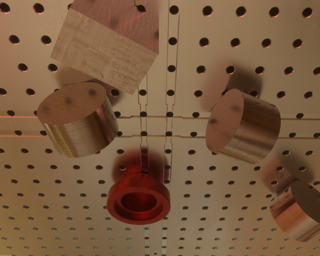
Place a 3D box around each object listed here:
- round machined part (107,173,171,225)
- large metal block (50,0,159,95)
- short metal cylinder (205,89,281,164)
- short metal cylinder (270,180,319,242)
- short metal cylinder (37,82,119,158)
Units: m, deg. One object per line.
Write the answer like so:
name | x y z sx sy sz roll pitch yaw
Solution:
round machined part | -0.033 0.109 0.493 0.099 0.042 0.097 0 130 0
large metal block | -0.048 -0.088 0.300 0.080 0.080 0.050 24 126 -19
short metal cylinder | 0.098 -0.001 0.375 0.050 0.080 0.079 20 127 -16
short metal cylinder | 0.223 0.130 0.489 0.080 0.080 0.050 21 127 -17
short metal cylinder | -0.095 -0.011 0.365 0.080 0.080 0.050 -8 130 7
